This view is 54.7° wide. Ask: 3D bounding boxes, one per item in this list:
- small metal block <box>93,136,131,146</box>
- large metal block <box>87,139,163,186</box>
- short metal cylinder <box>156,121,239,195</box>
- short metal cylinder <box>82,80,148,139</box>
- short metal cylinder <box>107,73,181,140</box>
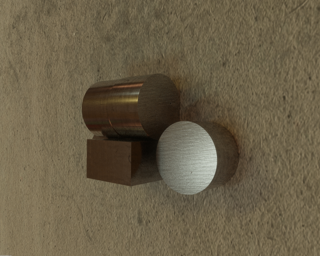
[{"bbox_3d":[-0.077,0.025,0.471,0.050,0.025,0.050,45,117,30],"label":"small metal block"},{"bbox_3d":[-0.037,0.040,0.402,0.080,0.081,0.050,1,91,40],"label":"large metal block"},{"bbox_3d":[0.043,0.032,0.355,0.080,0.050,0.079,0,90,40],"label":"short metal cylinder"},{"bbox_3d":[-0.057,-0.025,0.418,0.050,0.081,0.079,1,91,40],"label":"short metal cylinder"},{"bbox_3d":[-0.018,-0.026,0.386,0.050,0.081,0.079,1,91,40],"label":"short metal cylinder"}]
